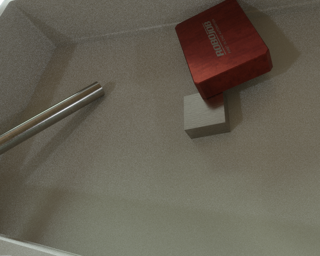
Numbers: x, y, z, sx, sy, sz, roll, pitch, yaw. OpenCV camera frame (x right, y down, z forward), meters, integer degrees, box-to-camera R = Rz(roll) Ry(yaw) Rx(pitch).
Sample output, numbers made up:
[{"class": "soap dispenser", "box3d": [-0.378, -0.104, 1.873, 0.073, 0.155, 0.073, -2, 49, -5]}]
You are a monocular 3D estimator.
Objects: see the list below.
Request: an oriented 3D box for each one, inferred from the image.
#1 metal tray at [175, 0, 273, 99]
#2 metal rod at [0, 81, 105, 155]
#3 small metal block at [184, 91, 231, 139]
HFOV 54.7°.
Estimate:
[{"class": "metal tray", "box3d": [0.077, -0.107, 0.402, 0.090, 0.030, 0.130, -23, 48, 13]}, {"class": "metal rod", "box3d": [-0.214, 0.015, 0.446, 0.302, 0.025, 0.025, -34, 49, -19]}, {"class": "small metal block", "box3d": [0.058, -0.018, 0.385, 0.050, 0.025, 0.050, -11, 57, 21]}]
